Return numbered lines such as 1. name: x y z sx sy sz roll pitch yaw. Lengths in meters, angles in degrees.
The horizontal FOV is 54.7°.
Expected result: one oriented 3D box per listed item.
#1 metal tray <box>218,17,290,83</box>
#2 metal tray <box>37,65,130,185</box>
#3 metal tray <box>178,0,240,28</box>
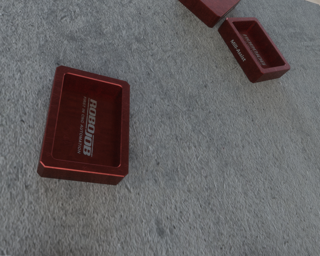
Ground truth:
1. metal tray: 0.178 -0.151 0.587 0.091 0.030 0.130 -15 70 -34
2. metal tray: -0.083 -0.004 0.358 0.091 0.030 0.130 11 57 -22
3. metal tray: 0.102 -0.261 0.614 0.090 0.030 0.131 42 51 0
